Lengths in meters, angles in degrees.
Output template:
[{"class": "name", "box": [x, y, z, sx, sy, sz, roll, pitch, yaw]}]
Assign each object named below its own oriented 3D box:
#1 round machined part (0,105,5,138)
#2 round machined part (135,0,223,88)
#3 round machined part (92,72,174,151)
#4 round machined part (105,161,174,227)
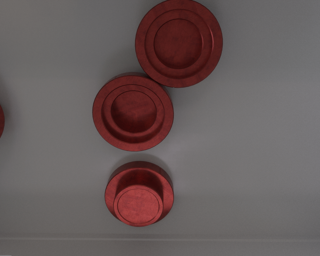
[{"class": "round machined part", "box": [-0.249, -0.010, 0.379, 0.099, 0.042, 0.097, -15, 113, -39]}, {"class": "round machined part", "box": [0.021, -0.099, 0.366, 0.099, 0.042, 0.097, 0, 110, 0]}, {"class": "round machined part", "box": [-0.032, -0.023, 0.393, 0.099, 0.042, 0.097, 0, 111, 0]}, {"class": "round machined part", "box": [-0.029, 0.099, 0.439, 0.099, 0.042, 0.097, 0, 110, 0]}]
